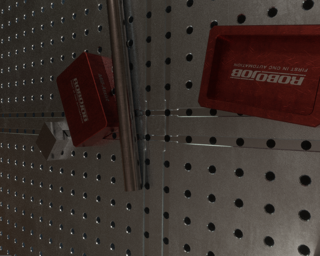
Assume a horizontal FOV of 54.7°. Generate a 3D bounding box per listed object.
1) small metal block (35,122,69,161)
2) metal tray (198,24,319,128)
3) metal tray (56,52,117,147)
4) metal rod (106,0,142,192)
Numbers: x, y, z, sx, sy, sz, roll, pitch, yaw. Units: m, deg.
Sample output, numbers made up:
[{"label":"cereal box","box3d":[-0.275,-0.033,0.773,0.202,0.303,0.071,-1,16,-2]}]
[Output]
[{"label":"small metal block","box3d":[-0.199,0.024,0.570,0.050,0.025,0.050,47,118,29]},{"label":"metal tray","box3d":[0.107,-0.056,0.316,0.130,0.030,0.089,14,99,38]},{"label":"metal tray","box3d":[-0.118,-0.044,0.501,0.090,0.030,0.129,-30,72,35]},{"label":"metal rod","box3d":[-0.054,-0.060,0.451,0.025,0.025,0.298,-10,83,39]}]
